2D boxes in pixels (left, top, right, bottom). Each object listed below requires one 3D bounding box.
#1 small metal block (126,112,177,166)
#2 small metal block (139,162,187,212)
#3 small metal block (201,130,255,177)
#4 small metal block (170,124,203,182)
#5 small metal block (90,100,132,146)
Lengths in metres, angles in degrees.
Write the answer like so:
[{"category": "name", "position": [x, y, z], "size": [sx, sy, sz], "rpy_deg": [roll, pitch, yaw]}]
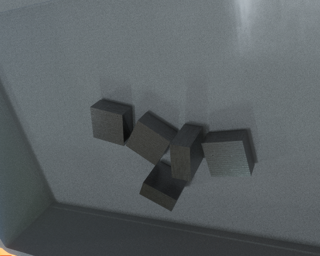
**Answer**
[{"category": "small metal block", "position": [-0.012, 0.015, 0.419], "size": [0.050, 0.025, 0.050], "rpy_deg": [33, 129, 5]}, {"category": "small metal block", "position": [0.007, 0.080, 0.434], "size": [0.050, 0.050, 0.025], "rpy_deg": [27, 128, 10]}, {"category": "small metal block", "position": [0.084, 0.032, 0.380], "size": [0.050, 0.025, 0.050], "rpy_deg": [-6, 116, 30]}, {"category": "small metal block", "position": [0.035, 0.030, 0.390], "size": [0.025, 0.050, 0.050], "rpy_deg": [9, 122, 23]}, {"category": "small metal block", "position": [-0.067, -0.008, 0.434], "size": [0.050, 0.025, 0.050], "rpy_deg": [14, 124, 20]}]
